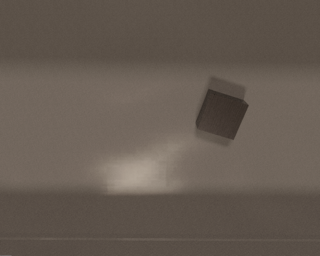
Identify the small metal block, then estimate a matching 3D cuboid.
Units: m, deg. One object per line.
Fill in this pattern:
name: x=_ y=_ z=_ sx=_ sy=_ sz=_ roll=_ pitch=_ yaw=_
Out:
small metal block: x=0.080 y=-0.018 z=0.406 sx=0.050 sy=0.025 sz=0.050 roll=17 pitch=109 yaw=-7
